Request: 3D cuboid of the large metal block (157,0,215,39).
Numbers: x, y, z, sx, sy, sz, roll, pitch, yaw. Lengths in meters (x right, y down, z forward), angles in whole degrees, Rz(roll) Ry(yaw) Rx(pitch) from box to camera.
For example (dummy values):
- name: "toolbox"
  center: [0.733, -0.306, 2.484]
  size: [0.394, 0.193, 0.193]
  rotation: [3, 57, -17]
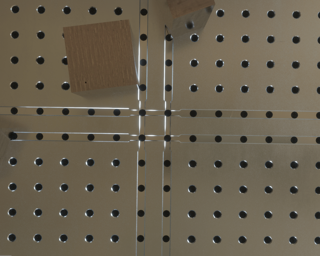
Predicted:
- name: "large metal block"
  center: [0.024, -0.168, 0.386]
  size: [0.050, 0.080, 0.080]
  rotation: [-20, 90, 0]

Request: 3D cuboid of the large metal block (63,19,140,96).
- name: "large metal block"
  center: [-0.073, -0.088, 0.400]
  size: [0.081, 0.050, 0.080]
  rotation: [-7, 90, -1]

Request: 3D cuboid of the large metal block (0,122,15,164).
- name: "large metal block"
  center: [-0.250, 0.022, 0.398]
  size: [0.080, 0.050, 0.080]
  rotation: [22, 90, -1]
